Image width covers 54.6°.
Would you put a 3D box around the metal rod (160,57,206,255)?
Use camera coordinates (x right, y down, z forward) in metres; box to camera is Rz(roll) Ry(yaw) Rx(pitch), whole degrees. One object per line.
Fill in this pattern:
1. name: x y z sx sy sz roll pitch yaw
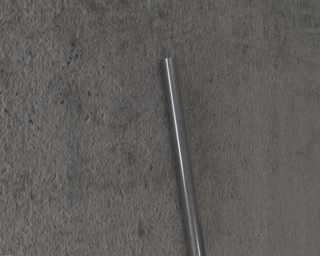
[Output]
1. metal rod: 0.034 0.054 0.432 0.025 0.025 0.298 -14 99 -39
